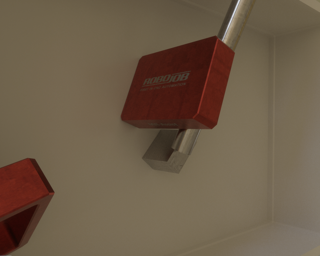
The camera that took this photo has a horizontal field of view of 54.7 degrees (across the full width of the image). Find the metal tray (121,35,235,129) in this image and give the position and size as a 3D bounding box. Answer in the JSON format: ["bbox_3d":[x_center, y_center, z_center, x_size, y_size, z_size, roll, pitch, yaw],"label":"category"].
[{"bbox_3d":[0.015,-0.046,0.352,0.030,0.130,0.090,27,73,-37],"label":"metal tray"}]

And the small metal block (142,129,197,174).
[{"bbox_3d":[0.012,0.029,0.403,0.025,0.050,0.050,49,61,-30],"label":"small metal block"}]

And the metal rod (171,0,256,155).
[{"bbox_3d":[0.081,-0.110,0.353,0.025,0.025,0.298,18,97,-39],"label":"metal rod"}]

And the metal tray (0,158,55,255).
[{"bbox_3d":[-0.137,0.078,0.224,0.091,0.129,0.030,-23,72,-42],"label":"metal tray"}]

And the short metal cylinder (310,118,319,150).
[{"bbox_3d":[0.394,0.017,0.709,0.050,0.080,0.080,40,65,-33],"label":"short metal cylinder"}]
